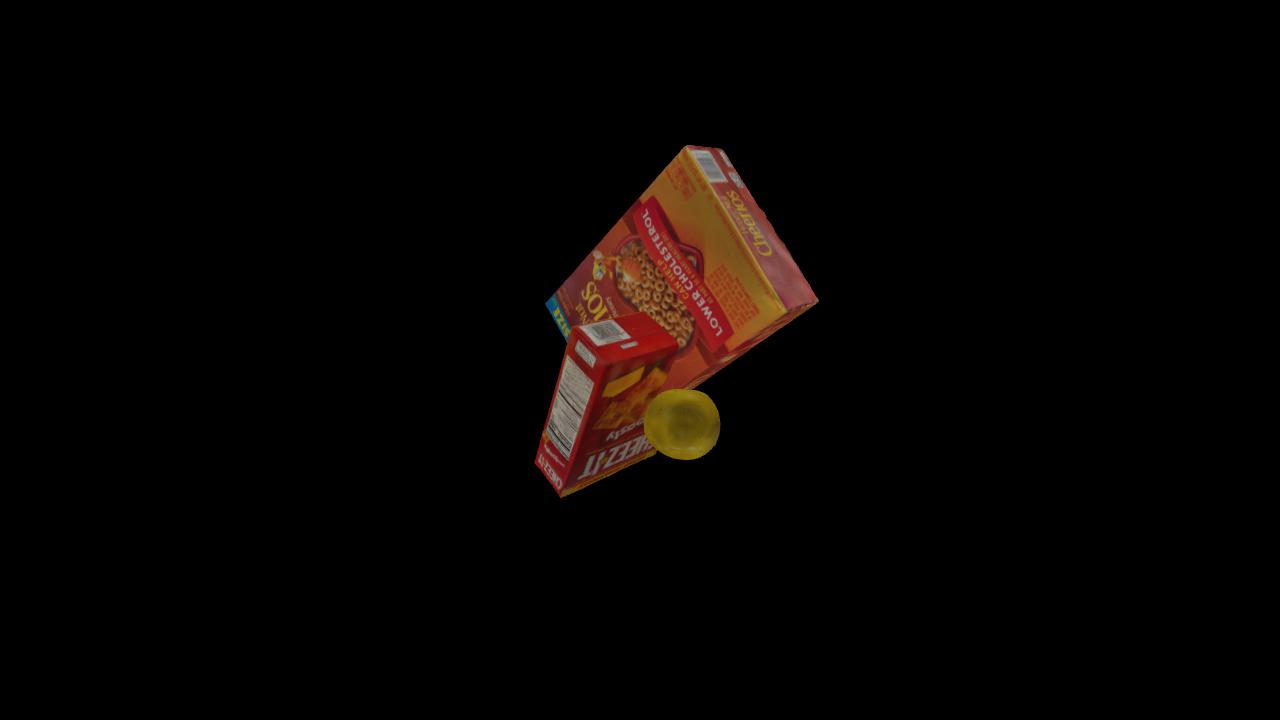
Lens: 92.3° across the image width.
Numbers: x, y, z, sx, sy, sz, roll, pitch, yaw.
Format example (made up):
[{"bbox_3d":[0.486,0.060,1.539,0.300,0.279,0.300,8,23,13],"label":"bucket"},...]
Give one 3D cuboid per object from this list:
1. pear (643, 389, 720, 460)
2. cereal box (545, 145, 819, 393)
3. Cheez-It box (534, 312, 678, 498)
[{"bbox_3d":[0.044,0.067,0.660,0.080,0.080,0.111,0,-1,3],"label":"pear"},{"bbox_3d":[0.028,-0.066,0.720,0.081,0.203,0.306,-17,-16,-46],"label":"cereal box"},{"bbox_3d":[-0.024,0.048,0.734,0.166,0.223,0.071,-16,51,-40],"label":"Cheez-It box"}]
